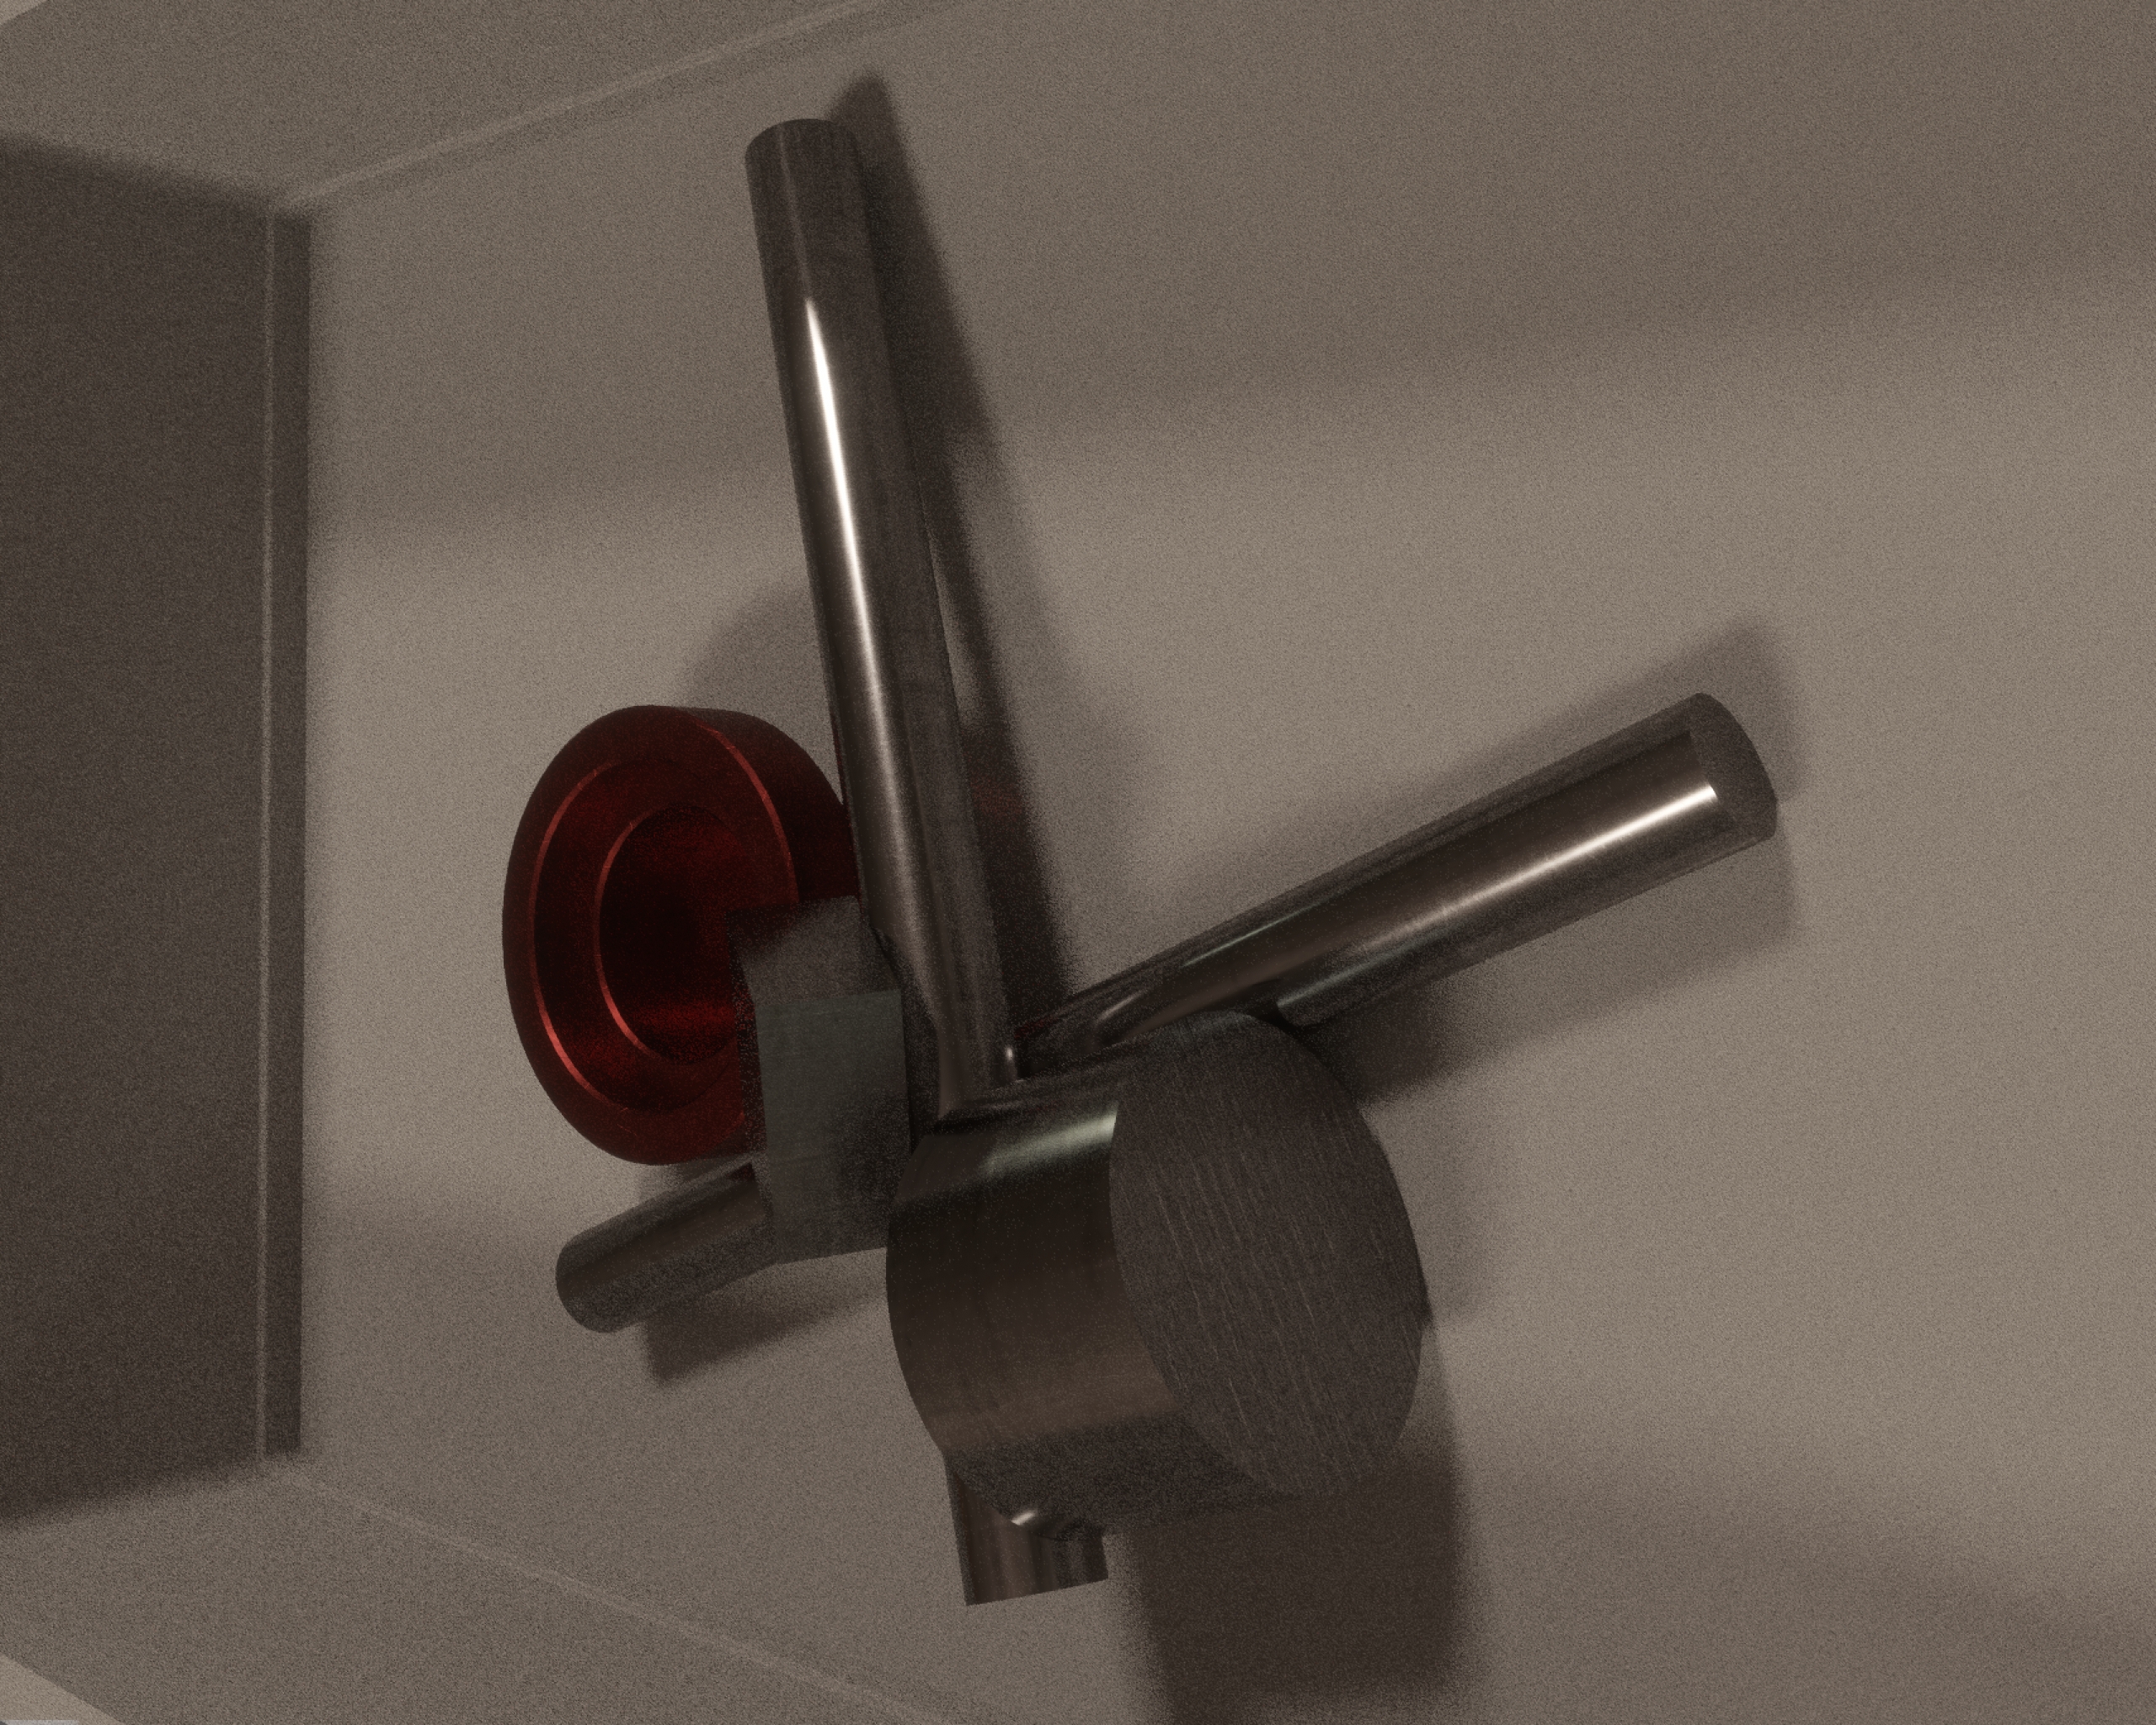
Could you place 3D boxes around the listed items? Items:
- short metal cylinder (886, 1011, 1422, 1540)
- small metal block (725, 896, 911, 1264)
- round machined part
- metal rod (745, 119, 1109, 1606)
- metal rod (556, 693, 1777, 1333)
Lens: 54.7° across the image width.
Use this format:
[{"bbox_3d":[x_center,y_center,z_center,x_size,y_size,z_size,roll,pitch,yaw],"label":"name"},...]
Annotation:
[{"bbox_3d":[0.014,0.071,0.356,0.050,0.081,0.080,-25,75,37],"label":"short metal cylinder"},{"bbox_3d":[-0.048,0.039,0.389,0.050,0.025,0.050,-130,36,-66],"label":"small metal block"},{"bbox_3d":[-0.079,0.015,0.457,0.098,0.042,0.097,0,90,39],"label":"round machined part"},{"bbox_3d":[-0.033,-0.013,0.407,0.025,0.025,0.299,-24,68,37],"label":"metal rod"},{"bbox_3d":[-0.006,0.042,0.408,0.299,0.025,0.025,-28,73,36],"label":"metal rod"}]
